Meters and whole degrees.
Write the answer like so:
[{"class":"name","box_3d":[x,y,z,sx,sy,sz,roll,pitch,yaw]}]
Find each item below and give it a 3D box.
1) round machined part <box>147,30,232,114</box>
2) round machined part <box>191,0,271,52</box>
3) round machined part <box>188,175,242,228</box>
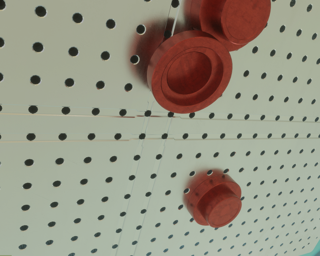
[{"class":"round machined part","box_3d":[0.032,-0.068,0.368,0.099,0.042,0.097,-11,130,-13]},{"class":"round machined part","box_3d":[0.089,-0.137,0.364,0.099,0.042,0.097,-14,124,-21]},{"class":"round machined part","box_3d":[0.101,0.133,0.537,0.099,0.042,0.097,-14,124,-21]}]
